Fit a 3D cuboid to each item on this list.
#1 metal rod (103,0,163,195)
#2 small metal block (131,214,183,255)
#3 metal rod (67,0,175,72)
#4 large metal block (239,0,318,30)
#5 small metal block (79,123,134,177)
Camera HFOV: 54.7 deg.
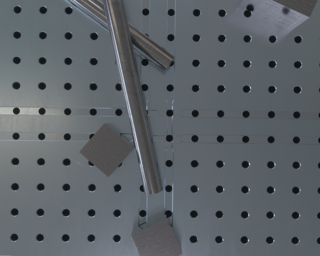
[{"bbox_3d":[-0.038,-0.061,0.395,0.025,0.025,0.298,-12,97,0],"label":"metal rod"},{"bbox_3d":[-0.004,0.151,0.413,0.050,0.025,0.050,-24,90,0],"label":"small metal block"},{"bbox_3d":[-0.108,-0.174,0.412,0.301,0.025,0.025,36,90,0],"label":"metal rod"},{"bbox_3d":[0.163,-0.188,0.402,0.080,0.050,0.080,25,90,0],"label":"large metal block"},{"bbox_3d":[-0.069,0.029,0.413,0.050,0.025,0.050,41,90,0],"label":"small metal block"}]
